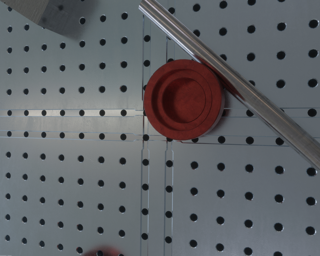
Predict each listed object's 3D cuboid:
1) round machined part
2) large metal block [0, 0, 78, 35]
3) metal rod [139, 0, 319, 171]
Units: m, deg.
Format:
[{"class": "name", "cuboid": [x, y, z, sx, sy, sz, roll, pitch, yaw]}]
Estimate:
[{"class": "round machined part", "cuboid": [0.033, -0.034, 0.390, 0.098, 0.042, 0.097, 1, 92, 22]}, {"class": "large metal block", "cuboid": [-0.174, -0.199, 0.461, 0.080, 0.050, 0.080, 34, 101, 16]}, {"class": "metal rod", "cuboid": [0.083, -0.064, 0.383, 0.300, 0.025, 0.025, 45, 104, 14]}]
